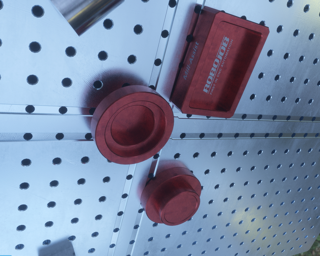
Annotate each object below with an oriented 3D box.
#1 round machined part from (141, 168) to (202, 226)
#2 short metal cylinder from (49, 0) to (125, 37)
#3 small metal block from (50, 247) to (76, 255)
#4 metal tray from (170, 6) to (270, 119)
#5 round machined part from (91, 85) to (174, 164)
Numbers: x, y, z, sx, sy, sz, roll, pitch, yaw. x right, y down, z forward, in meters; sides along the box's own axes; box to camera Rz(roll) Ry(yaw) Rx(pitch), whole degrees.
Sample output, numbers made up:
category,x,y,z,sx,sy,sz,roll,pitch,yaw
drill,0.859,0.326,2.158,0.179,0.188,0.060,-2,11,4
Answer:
category,x,y,z,sx,sy,sz,roll,pitch,yaw
round machined part,0.023,0.114,0.485,0.099,0.042,0.097,-14,125,-21
short metal cylinder,-0.075,-0.125,0.258,0.050,0.080,0.080,-39,130,-2
small metal block,-0.148,0.213,0.463,0.050,0.025,0.050,-16,125,-20
metal tray,0.076,-0.079,0.402,0.091,0.030,0.129,4,116,-31
round machined part,-0.036,-0.007,0.378,0.099,0.042,0.097,-14,124,-21
